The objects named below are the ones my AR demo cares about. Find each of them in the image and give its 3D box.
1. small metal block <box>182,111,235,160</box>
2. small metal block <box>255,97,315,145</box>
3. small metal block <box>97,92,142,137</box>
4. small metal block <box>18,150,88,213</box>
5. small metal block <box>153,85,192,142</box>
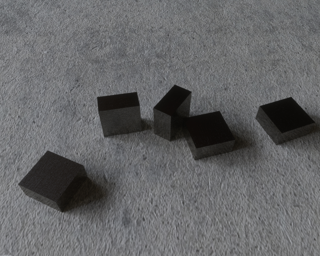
[{"bbox_3d":[0.061,0.009,0.396,0.050,0.025,0.050,-12,51,-10],"label":"small metal block"},{"bbox_3d":[0.165,-0.010,0.413,0.050,0.025,0.050,-16,52,-13],"label":"small metal block"},{"bbox_3d":[-0.051,-0.017,0.401,0.050,0.050,0.025,-8,51,-7],"label":"small metal block"},{"bbox_3d":[-0.120,0.060,0.352,0.050,0.025,0.050,20,53,16],"label":"small metal block"},{"bbox_3d":[0.016,-0.019,0.403,0.025,0.050,0.050,26,55,20],"label":"small metal block"}]
